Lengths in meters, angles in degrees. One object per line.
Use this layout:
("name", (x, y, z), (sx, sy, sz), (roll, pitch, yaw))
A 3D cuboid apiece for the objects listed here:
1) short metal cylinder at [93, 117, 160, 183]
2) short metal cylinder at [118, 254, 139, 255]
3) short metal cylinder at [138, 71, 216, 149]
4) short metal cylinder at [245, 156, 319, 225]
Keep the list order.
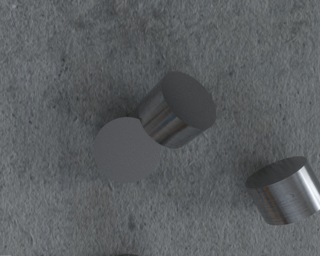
("short metal cylinder", (-0.040, 0.026, 0.397), (0.081, 0.050, 0.079), (0, 90, -1))
("short metal cylinder", (-0.043, 0.212, 0.397), (0.081, 0.050, 0.079), (0, 90, -1))
("short metal cylinder", (0.021, -0.022, 0.376), (0.080, 0.080, 0.050), (49, 133, 0))
("short metal cylinder", (0.155, 0.076, 0.385), (0.080, 0.080, 0.050), (-28, 90, 0))
